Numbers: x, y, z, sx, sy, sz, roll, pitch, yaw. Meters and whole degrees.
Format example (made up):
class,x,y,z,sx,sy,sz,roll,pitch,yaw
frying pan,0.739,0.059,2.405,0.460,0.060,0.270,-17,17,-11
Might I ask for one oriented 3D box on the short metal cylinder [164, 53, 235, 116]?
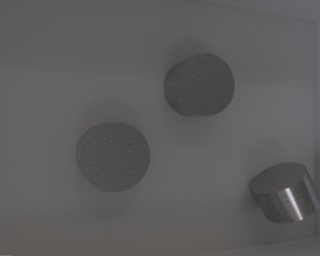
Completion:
class,x,y,z,sx,sy,sz,roll,pitch,yaw
short metal cylinder,0.052,-0.056,0.416,0.081,0.050,0.080,0,90,-20

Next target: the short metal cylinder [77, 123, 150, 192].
class,x,y,z,sx,sy,sz,roll,pitch,yaw
short metal cylinder,-0.058,0.033,0.376,0.081,0.050,0.080,0,90,-20

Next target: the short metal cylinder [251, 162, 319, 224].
class,x,y,z,sx,sy,sz,roll,pitch,yaw
short metal cylinder,0.180,0.092,0.448,0.080,0.080,0.050,-30,100,-17
